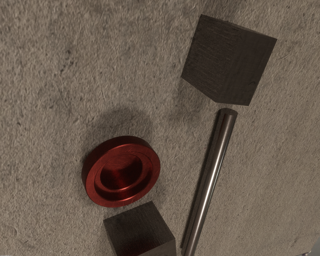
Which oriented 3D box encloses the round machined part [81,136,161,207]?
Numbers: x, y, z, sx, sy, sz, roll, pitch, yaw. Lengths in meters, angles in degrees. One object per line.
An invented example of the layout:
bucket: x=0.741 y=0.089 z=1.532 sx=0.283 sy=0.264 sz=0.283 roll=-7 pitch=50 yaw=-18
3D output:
round machined part: x=-0.052 y=0.051 z=0.400 sx=0.099 sy=0.042 sz=0.097 roll=-14 pitch=125 yaw=-21

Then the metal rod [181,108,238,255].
metal rod: x=0.076 y=0.107 z=0.516 sx=0.025 sy=0.025 sz=0.298 roll=-4 pitch=121 yaw=-27

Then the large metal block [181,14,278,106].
large metal block: x=0.076 y=-0.081 z=0.365 sx=0.050 sy=0.080 sz=0.079 roll=3 pitch=117 yaw=-30

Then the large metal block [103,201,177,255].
large metal block: x=-0.030 y=0.166 z=0.459 sx=0.081 sy=0.080 sz=0.050 roll=-18 pitch=126 yaw=-18
